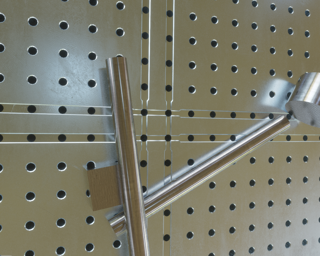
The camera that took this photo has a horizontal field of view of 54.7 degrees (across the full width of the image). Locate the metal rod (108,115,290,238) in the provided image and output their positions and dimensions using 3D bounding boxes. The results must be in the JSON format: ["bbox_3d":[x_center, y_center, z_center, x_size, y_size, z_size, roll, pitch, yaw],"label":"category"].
[{"bbox_3d":[0.067,0.059,0.437,0.302,0.025,0.025,-28,100,-18],"label":"metal rod"}]

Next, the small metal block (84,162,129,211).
[{"bbox_3d":[-0.064,0.071,0.389,0.050,0.025,0.050,-9,93,-20],"label":"small metal block"}]

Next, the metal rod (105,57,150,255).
[{"bbox_3d":[-0.035,0.066,0.373,0.025,0.025,0.298,-7,92,-20],"label":"metal rod"}]

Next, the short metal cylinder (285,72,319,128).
[{"bbox_3d":[0.241,-0.041,0.472,0.080,0.080,0.050,33,79,-17],"label":"short metal cylinder"}]
